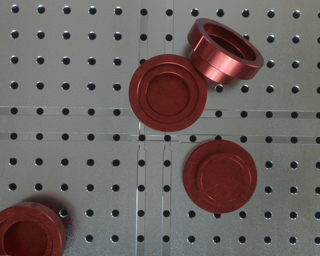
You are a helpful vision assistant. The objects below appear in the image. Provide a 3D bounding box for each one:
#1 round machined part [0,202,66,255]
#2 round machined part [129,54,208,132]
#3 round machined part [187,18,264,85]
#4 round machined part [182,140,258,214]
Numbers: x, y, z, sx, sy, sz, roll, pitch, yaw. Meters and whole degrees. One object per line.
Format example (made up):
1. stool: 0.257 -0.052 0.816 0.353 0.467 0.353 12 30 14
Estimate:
1. round machined part: -0.171 0.145 0.403 0.099 0.042 0.097 0 90 -1
2. round machined part: 0.010 -0.044 0.405 0.099 0.042 0.097 0 90 -1
3. round machined part: 0.076 -0.091 0.388 0.098 0.098 0.042 33 126 0
4. round machined part: 0.079 0.064 0.406 0.099 0.042 0.097 0 90 -1
